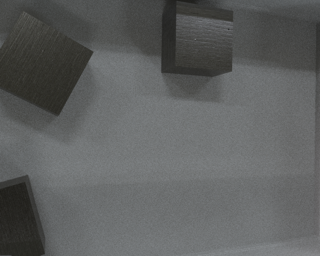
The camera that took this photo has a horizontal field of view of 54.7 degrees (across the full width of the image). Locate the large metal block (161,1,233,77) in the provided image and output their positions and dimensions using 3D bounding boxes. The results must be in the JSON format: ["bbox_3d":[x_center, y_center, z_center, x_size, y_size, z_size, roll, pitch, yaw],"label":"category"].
[{"bbox_3d":[0.049,-0.115,0.415,0.081,0.050,0.080,1,90,-20],"label":"large metal block"}]

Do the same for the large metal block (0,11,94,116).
[{"bbox_3d":[-0.133,-0.067,0.348,0.080,0.050,0.080,29,81,-18],"label":"large metal block"}]

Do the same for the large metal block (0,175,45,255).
[{"bbox_3d":[-0.175,0.104,0.333,0.081,0.050,0.080,-15,95,-20],"label":"large metal block"}]
